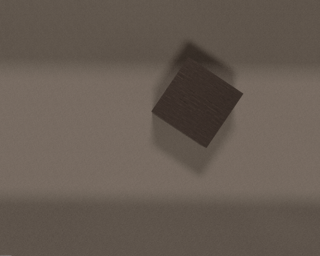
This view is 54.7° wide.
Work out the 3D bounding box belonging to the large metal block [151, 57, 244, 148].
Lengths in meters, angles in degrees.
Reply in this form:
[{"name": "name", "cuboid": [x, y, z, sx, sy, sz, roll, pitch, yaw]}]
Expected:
[{"name": "large metal block", "cuboid": [0.045, -0.031, 0.400, 0.080, 0.050, 0.080, 34, 90, -1]}]
